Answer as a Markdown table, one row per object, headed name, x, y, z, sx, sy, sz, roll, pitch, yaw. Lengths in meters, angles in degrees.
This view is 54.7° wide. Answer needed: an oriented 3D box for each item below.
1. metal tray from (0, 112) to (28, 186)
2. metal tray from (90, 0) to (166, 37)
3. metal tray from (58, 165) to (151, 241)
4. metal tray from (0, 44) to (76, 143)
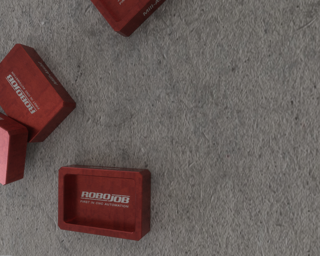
| name | x | y | z | sx | sy | sz | roll | pitch | yaw |
| --- | --- | --- | --- | --- | --- | --- | --- | --- | --- |
| metal tray | -0.262 | 0.019 | 0.480 | 0.130 | 0.030 | 0.089 | 25 | 112 | 25 |
| metal tray | -0.031 | -0.201 | 0.417 | 0.130 | 0.030 | 0.090 | -40 | 78 | 15 |
| metal tray | -0.079 | 0.101 | 0.434 | 0.130 | 0.030 | 0.089 | 1 | 90 | 19 |
| metal tray | -0.201 | -0.053 | 0.477 | 0.090 | 0.030 | 0.130 | -43 | 77 | 15 |
